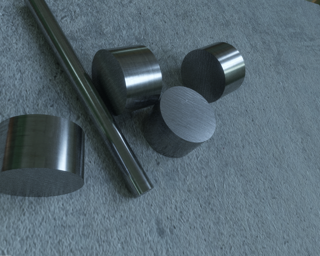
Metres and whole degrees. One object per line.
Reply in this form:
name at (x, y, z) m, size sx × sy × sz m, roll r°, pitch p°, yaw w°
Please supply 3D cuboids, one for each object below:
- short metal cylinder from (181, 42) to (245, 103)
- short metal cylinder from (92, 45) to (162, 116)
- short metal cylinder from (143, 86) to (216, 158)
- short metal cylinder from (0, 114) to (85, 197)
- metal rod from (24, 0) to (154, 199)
short metal cylinder at (0.078, -0.083, 0.461) m, size 0.050 × 0.080 × 0.080 m, roll -28°, pitch 78°, yaw -37°
short metal cylinder at (-0.042, -0.060, 0.382) m, size 0.050 × 0.080 × 0.080 m, roll -19°, pitch 72°, yaw -35°
short metal cylinder at (0.025, -0.007, 0.403) m, size 0.081 × 0.050 × 0.080 m, roll 14°, pitch 57°, yaw -23°
short metal cylinder at (-0.112, 0.029, 0.291) m, size 0.081 × 0.080 × 0.050 m, roll 7°, pitch 59°, yaw -25°
metal rod at (-0.094, -0.051, 0.383) m, size 0.025 × 0.025 × 0.299 m, roll -22°, pitch 74°, yaw -36°
